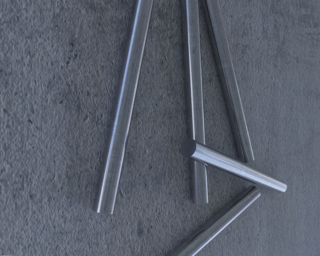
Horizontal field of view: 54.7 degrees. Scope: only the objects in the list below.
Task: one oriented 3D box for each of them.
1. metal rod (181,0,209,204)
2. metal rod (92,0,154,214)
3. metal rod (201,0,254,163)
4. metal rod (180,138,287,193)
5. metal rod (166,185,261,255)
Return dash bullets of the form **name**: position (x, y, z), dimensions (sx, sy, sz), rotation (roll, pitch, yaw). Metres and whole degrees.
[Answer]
- **metal rod**: position (0.050, -0.041, 0.446), dimensions (0.025, 0.025, 0.298), rotation (-6, 94, -40)
- **metal rod**: position (-0.039, -0.051, 0.371), dimensions (0.025, 0.025, 0.299), rotation (16, 80, -39)
- **metal rod**: position (0.107, -0.085, 0.493), dimensions (0.025, 0.025, 0.298), rotation (-27, 107, -37)
- **metal rod**: position (0.135, 0.070, 0.496), dimensions (0.301, 0.025, 0.025), rotation (24, 75, -44)
- **metal rod**: position (0.056, 0.164, 0.451), dimensions (0.302, 0.025, 0.025), rotation (-25, 106, -37)
